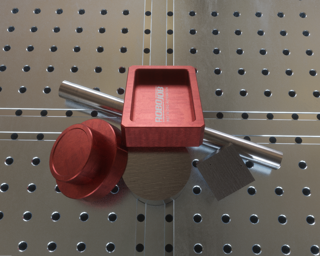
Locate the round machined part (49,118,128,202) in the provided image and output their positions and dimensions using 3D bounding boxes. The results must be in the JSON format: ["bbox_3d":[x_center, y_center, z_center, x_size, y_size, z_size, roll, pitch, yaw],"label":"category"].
[{"bbox_3d":[-0.089,0.033,0.361,0.098,0.042,0.098,-15,61,29],"label":"round machined part"}]

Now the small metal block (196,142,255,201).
[{"bbox_3d":[0.078,0.052,0.377,0.050,0.025,0.050,-31,89,6],"label":"small metal block"}]

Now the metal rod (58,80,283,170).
[{"bbox_3d":[0.009,-0.006,0.410,0.301,0.025,0.025,19,71,6],"label":"metal rod"}]

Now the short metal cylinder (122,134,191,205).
[{"bbox_3d":[-0.004,0.050,0.376,0.081,0.050,0.080,0,70,0],"label":"short metal cylinder"}]

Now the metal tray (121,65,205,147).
[{"bbox_3d":[0.003,-0.032,0.386,0.091,0.030,0.130,0,41,-1],"label":"metal tray"}]
